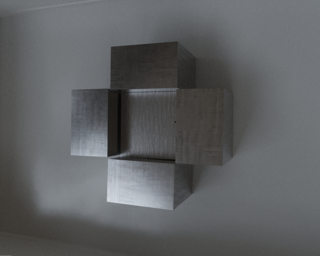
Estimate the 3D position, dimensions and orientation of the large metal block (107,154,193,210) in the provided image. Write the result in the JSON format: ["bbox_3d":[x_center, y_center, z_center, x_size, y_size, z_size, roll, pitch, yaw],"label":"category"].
[{"bbox_3d":[-0.009,0.062,0.383,0.080,0.080,0.050,2,91,20],"label":"large metal block"}]

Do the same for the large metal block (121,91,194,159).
[{"bbox_3d":[-0.002,-0.004,0.395,0.080,0.050,0.080,1,90,20],"label":"large metal block"}]

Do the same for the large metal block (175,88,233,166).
[{"bbox_3d":[0.054,-0.002,0.361,0.050,0.080,0.080,1,90,20],"label":"large metal block"}]

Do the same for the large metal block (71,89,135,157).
[{"bbox_3d":[-0.070,-0.007,0.405,0.050,0.080,0.080,1,90,20],"label":"large metal block"}]

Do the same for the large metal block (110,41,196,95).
[{"bbox_3d":[-0.005,-0.068,0.381,0.080,0.080,0.050,1,91,20],"label":"large metal block"}]
